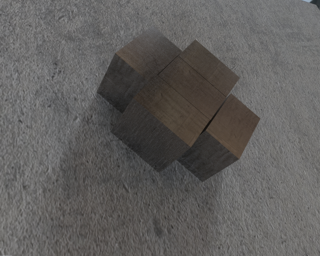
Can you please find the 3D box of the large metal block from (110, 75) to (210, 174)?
[{"bbox_3d":[-0.002,-0.002,0.372,0.080,0.080,0.050,41,51,-1],"label":"large metal block"}]

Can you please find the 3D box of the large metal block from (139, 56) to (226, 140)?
[{"bbox_3d":[0.024,-0.031,0.404,0.080,0.080,0.050,41,51,-1],"label":"large metal block"}]

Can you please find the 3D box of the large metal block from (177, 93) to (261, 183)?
[{"bbox_3d":[0.073,0.014,0.404,0.050,0.080,0.080,41,51,-1],"label":"large metal block"}]

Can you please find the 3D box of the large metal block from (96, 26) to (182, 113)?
[{"bbox_3d":[-0.028,-0.072,0.401,0.050,0.080,0.080,41,51,-1],"label":"large metal block"}]

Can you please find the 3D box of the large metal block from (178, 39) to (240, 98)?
[{"bbox_3d":[0.049,-0.061,0.436,0.080,0.080,0.050,41,51,-1],"label":"large metal block"}]
